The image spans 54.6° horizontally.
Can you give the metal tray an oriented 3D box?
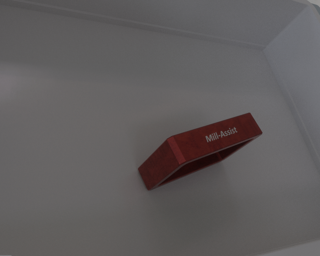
[{"bbox_3d":[0.048,0.028,0.372,0.131,0.090,0.030,-15,70,-34],"label":"metal tray"}]
